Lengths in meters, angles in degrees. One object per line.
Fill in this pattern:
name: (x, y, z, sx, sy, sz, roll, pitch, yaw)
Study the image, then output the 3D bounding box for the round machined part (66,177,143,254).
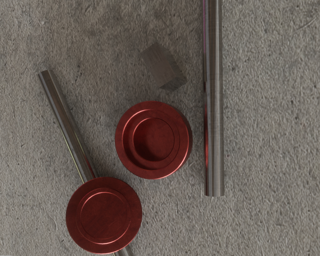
round machined part: (-0.072, 0.113, 0.403, 0.099, 0.042, 0.098, 2, 77, -7)

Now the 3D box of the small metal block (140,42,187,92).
small metal block: (0.006, -0.076, 0.394, 0.025, 0.050, 0.050, -32, 80, 17)

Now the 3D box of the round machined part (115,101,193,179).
round machined part: (-0.005, 0.015, 0.402, 0.098, 0.042, 0.097, 0, 90, 20)

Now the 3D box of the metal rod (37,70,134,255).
metal rod: (-0.110, 0.051, 0.447, 0.025, 0.025, 0.299, -28, 81, 18)

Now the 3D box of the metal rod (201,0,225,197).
metal rod: (0.065, -0.066, 0.385, 0.025, 0.025, 0.298, -1, 90, 20)
